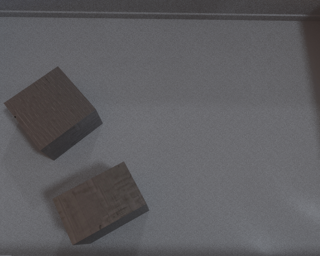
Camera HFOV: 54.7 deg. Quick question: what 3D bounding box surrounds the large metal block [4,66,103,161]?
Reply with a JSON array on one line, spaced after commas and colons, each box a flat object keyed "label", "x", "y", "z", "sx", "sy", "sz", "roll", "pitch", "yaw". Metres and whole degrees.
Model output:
[{"label": "large metal block", "x": -0.135, "y": -0.018, "z": 0.402, "sx": 0.080, "sy": 0.050, "sz": 0.080, "roll": -39, "pitch": 75, "yaw": -13}]

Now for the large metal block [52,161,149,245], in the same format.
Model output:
[{"label": "large metal block", "x": -0.061, "y": 0.087, "z": 0.348, "sx": 0.080, "sy": 0.080, "sz": 0.050, "roll": -27, "pitch": 73, "yaw": -10}]
